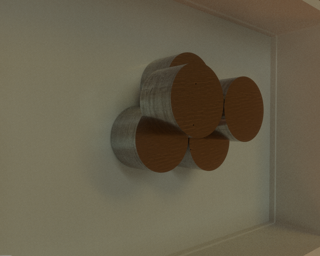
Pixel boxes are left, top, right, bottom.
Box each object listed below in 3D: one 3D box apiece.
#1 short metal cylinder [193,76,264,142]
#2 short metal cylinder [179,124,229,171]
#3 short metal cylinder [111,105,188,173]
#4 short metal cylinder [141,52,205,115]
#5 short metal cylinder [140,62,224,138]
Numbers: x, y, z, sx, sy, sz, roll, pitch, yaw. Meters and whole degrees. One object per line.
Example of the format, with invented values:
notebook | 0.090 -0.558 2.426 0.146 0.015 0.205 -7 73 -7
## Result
short metal cylinder | 0.088 -0.023 0.395 0.081 0.050 0.080 0 90 -40
short metal cylinder | 0.051 0.017 0.431 0.081 0.050 0.080 0 90 -40
short metal cylinder | -0.012 0.012 0.378 0.081 0.050 0.080 0 90 -40
short metal cylinder | 0.023 -0.055 0.407 0.081 0.050 0.080 0 90 -40
short metal cylinder | 0.025 -0.029 0.344 0.081 0.050 0.080 0 90 -40
